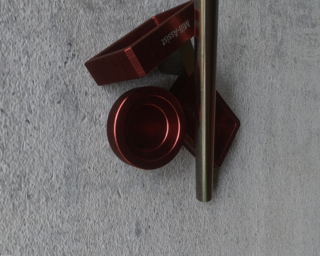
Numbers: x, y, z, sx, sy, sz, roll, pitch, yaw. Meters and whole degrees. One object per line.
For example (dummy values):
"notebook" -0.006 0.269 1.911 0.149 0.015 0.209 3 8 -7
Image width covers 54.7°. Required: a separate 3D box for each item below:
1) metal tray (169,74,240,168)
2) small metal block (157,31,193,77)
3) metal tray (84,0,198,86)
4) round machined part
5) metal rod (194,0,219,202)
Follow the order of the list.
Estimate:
"metal tray" 0.061 -0.013 0.457 0.130 0.030 0.090 45 63 -31
"small metal block" 0.017 -0.096 0.399 0.025 0.050 0.050 -49 134 -26
"metal tray" -0.012 -0.099 0.354 0.131 0.090 0.030 -45 118 -31
"round machined part" -0.020 -0.001 0.376 0.099 0.042 0.097 -3 95 -34
"metal rod" 0.056 -0.021 0.386 0.025 0.025 0.298 -33 132 -35
